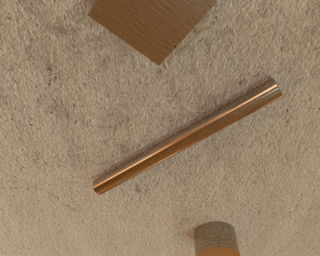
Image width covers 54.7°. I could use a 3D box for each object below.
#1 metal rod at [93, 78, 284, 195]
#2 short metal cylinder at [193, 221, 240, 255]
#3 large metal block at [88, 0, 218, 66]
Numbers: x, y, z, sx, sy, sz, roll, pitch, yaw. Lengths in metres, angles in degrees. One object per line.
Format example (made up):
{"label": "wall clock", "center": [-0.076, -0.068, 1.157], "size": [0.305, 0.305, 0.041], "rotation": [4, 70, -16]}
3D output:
{"label": "metal rod", "center": [0.022, 0.022, 0.426], "size": [0.300, 0.025, 0.025], "rotation": [-31, 124, 23]}
{"label": "short metal cylinder", "center": [0.105, 0.219, 0.578], "size": [0.081, 0.050, 0.079], "rotation": [0, 130, 0]}
{"label": "large metal block", "center": [-0.007, -0.120, 0.288], "size": [0.080, 0.050, 0.080], "rotation": [32, 123, -24]}
